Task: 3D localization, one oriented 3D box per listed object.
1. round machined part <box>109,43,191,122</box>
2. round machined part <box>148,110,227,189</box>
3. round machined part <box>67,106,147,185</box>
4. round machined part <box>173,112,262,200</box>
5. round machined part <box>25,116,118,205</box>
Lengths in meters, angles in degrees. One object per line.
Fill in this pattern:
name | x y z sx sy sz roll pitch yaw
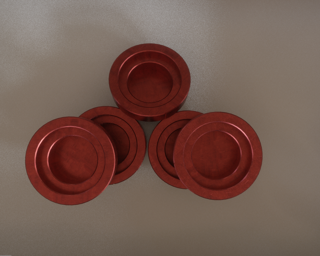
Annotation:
round machined part | -0.013 -0.053 0.391 0.099 0.042 0.098 1 72 -1
round machined part | 0.034 0.027 0.402 0.099 0.042 0.097 0 90 0
round machined part | -0.066 0.022 0.401 0.099 0.042 0.097 0 90 0
round machined part | 0.064 0.031 0.360 0.099 0.042 0.097 0 90 0
round machined part | -0.098 0.036 0.359 0.099 0.042 0.097 0 90 0
